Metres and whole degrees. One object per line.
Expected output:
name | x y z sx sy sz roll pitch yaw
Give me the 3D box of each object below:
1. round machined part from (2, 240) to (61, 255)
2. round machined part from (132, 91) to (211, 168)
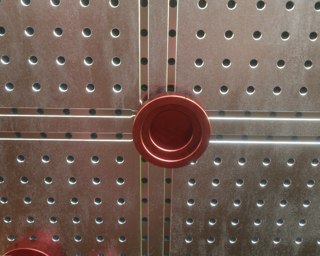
round machined part | -0.207 0.229 0.487 0.099 0.042 0.097 0 110 0
round machined part | 0.014 0.000 0.404 0.099 0.042 0.097 0 110 0
